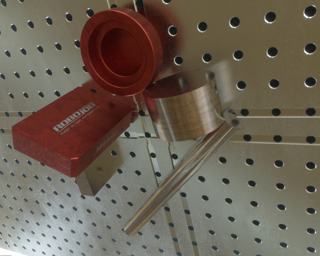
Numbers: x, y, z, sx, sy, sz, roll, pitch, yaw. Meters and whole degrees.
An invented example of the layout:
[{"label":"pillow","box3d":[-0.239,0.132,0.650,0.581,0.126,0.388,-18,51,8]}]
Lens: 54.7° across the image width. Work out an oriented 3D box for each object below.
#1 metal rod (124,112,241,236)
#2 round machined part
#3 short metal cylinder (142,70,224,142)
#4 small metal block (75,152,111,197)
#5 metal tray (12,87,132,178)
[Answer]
[{"label":"metal rod","box3d":[0.016,0.085,0.453,0.025,0.025,0.298,38,129,2]},{"label":"round machined part","box3d":[-0.041,-0.090,0.363,0.098,0.042,0.097,13,122,22]},{"label":"short metal cylinder","box3d":[0.026,-0.027,0.344,0.080,0.080,0.050,-3,117,29]},{"label":"small metal block","box3d":[-0.108,0.073,0.495,0.025,0.050,0.050,1,119,27]},{"label":"metal tray","box3d":[-0.106,-0.002,0.396,0.090,0.131,0.030,23,127,14]}]
